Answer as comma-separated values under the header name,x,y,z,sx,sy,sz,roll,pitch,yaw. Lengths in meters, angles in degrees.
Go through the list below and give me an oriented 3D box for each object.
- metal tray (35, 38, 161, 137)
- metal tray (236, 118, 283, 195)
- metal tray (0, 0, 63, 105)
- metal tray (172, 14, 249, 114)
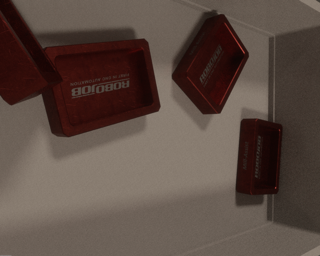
name,x,y,z,sx,sy,sz,roll,pitch,yaw
metal tray,-0.064,-0.049,0.350,0.131,0.030,0.089,-19,102,-39
metal tray,0.181,0.052,0.558,0.091,0.030,0.129,9,84,-40
metal tray,-0.129,-0.084,0.238,0.030,0.090,0.130,-32,104,-3
metal tray,0.082,-0.096,0.474,0.090,0.030,0.130,45,63,-31
